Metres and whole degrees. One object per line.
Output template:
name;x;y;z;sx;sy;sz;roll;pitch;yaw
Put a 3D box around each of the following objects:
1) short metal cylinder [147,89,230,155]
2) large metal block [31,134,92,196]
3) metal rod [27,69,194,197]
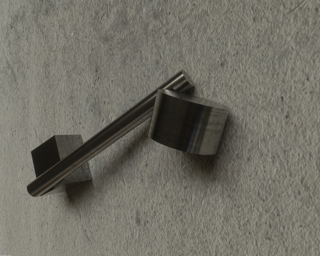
short metal cylinder;0.031;-0.008;0.342;0.080;0.081;0.050;24;105;37
large metal block;-0.168;0.063;0.524;0.080;0.050;0.080;-28;73;36
metal rod;-0.081;0.018;0.430;0.300;0.025;0.025;-34;69;21
